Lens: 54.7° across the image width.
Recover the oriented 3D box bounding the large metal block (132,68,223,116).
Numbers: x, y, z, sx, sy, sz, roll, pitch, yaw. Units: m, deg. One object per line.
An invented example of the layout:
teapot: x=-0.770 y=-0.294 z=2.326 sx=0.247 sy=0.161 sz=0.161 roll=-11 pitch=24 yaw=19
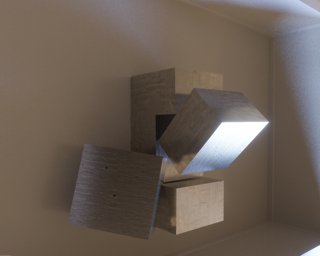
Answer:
large metal block: x=0.021 y=-0.041 z=0.387 sx=0.081 sy=0.080 sz=0.050 roll=-2 pitch=91 yaw=-40

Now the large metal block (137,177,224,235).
large metal block: x=0.022 y=0.090 z=0.389 sx=0.081 sy=0.080 sz=0.050 roll=0 pitch=90 yaw=-40

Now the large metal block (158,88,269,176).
large metal block: x=0.058 y=0.004 z=0.347 sx=0.081 sy=0.079 sz=0.050 roll=-1 pitch=46 yaw=-40

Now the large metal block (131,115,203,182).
large metal block: x=0.010 y=0.024 z=0.401 sx=0.081 sy=0.050 sz=0.079 roll=-1 pitch=91 yaw=-40

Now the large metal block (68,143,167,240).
large metal block: x=-0.041 y=0.064 z=0.326 sx=0.050 sy=0.080 sz=0.080 roll=56 pitch=44 yaw=-79
